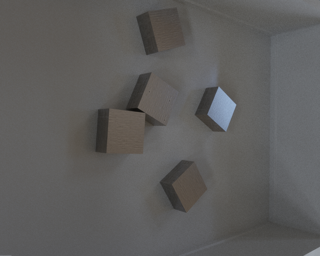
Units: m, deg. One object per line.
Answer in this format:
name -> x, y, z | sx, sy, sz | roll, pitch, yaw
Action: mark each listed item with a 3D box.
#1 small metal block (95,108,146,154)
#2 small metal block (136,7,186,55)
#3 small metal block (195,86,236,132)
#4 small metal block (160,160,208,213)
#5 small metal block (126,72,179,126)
small metal block -> -0.046, 0.005, 0.368 | 0.050, 0.025, 0.050 | 5, 87, -40
small metal block -> 0.002, -0.127, 0.408 | 0.050, 0.025, 0.050 | -25, 106, -37
small metal block -> 0.087, -0.028, 0.479 | 0.050, 0.025, 0.050 | 38, 67, -34
small metal block -> 0.034, 0.081, 0.435 | 0.050, 0.025, 0.050 | -40, 114, -33
small metal block -> -0.009, -0.036, 0.399 | 0.050, 0.025, 0.050 | 32, 70, -36
